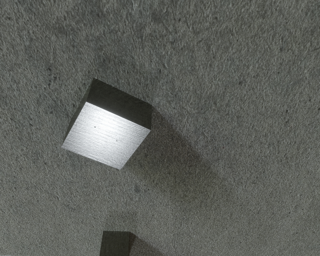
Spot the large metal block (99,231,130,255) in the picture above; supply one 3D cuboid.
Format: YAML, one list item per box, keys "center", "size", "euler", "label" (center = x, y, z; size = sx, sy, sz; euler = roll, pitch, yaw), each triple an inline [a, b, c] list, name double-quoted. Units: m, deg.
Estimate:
- center: [-0.085, 0.253, 0.586]
  size: [0.050, 0.080, 0.079]
  euler: [3, 130, -2]
  label: "large metal block"

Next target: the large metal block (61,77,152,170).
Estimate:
- center: [-0.065, -0.003, 0.387]
  size: [0.080, 0.050, 0.080]
  euler: [24, 126, -20]
  label: "large metal block"
